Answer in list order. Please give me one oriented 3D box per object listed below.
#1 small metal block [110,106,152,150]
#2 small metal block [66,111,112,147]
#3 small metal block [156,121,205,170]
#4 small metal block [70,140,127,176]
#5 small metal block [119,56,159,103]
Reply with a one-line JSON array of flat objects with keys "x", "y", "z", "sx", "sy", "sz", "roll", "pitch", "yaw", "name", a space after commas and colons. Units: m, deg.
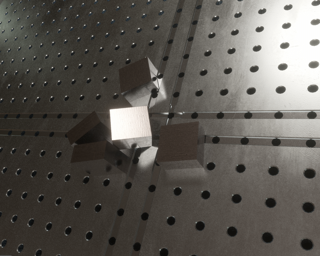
[{"x": -0.039, "y": 0.000, "z": 0.415, "sx": 0.050, "sy": 0.025, "sz": 0.050, "roll": -6, "pitch": 55, "yaw": -6, "name": "small metal block"}, {"x": -0.092, "y": 0.011, "z": 0.431, "sx": 0.050, "sy": 0.050, "sz": 0.025, "roll": -39, "pitch": 50, "yaw": 2, "name": "small metal block"}, {"x": 0.026, "y": 0.022, "z": 0.380, "sx": 0.050, "sy": 0.025, "sz": 0.050, "roll": -7, "pitch": 59, "yaw": 24, "name": "small metal block"}, {"x": -0.079, "y": 0.041, "z": 0.407, "sx": 0.050, "sy": 0.050, "sz": 0.025, "roll": -9, "pitch": 59, "yaw": 23, "name": "small metal block"}, {"x": -0.033, "y": -0.073, "z": 0.469, "sx": 0.050, "sy": 0.025, "sz": 0.050, "roll": -21, "pitch": 54, "yaw": 15, "name": "small metal block"}]
